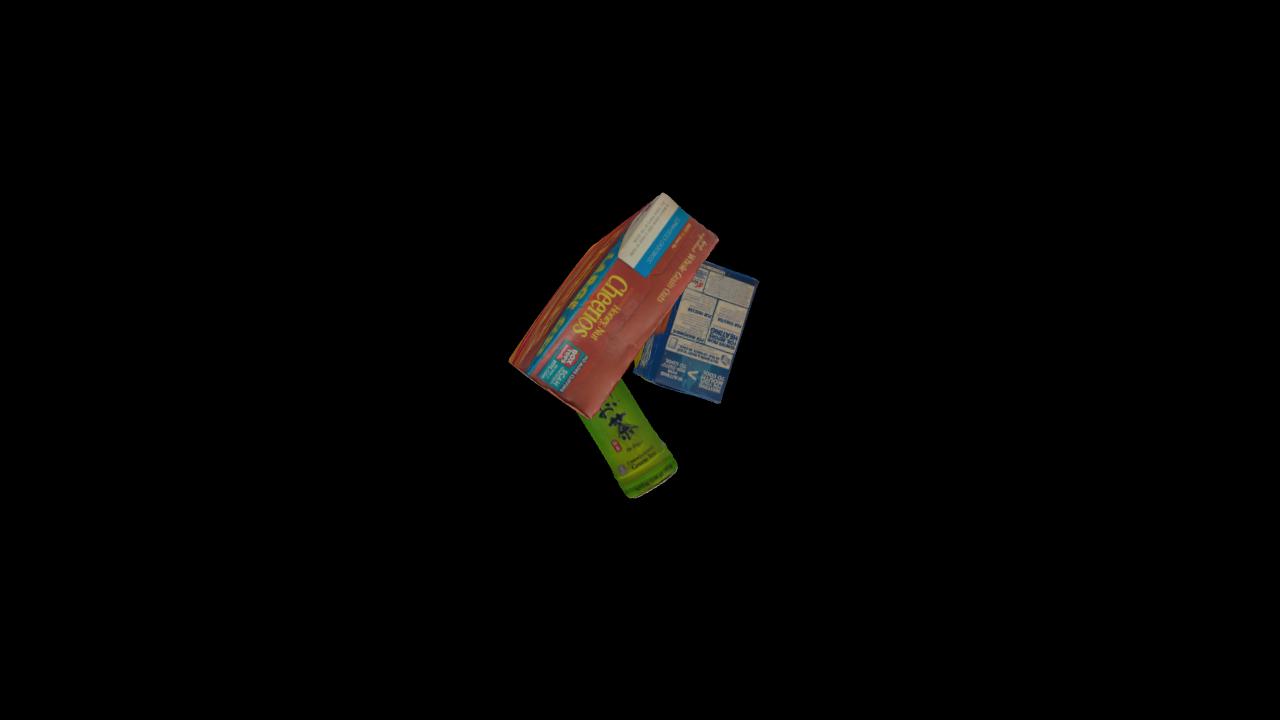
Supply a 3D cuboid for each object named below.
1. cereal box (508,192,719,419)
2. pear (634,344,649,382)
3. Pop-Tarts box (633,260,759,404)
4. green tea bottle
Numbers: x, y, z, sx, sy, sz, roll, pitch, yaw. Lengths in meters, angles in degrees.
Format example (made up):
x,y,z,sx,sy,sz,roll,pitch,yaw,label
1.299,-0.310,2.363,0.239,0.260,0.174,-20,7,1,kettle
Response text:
x,y,z,sx,sy,sz,roll,pitch,yaw,label
-0.050,-0.053,0.673,0.081,0.203,0.306,37,-7,-13,cereal box
0.050,-0.004,0.764,0.111,0.080,0.080,4,2,32,pear
0.058,-0.034,0.724,0.083,0.141,0.167,17,0,-8,Pop-Tarts box
-0.040,0.051,0.691,0.073,0.212,0.073,-34,-1,-1,green tea bottle
